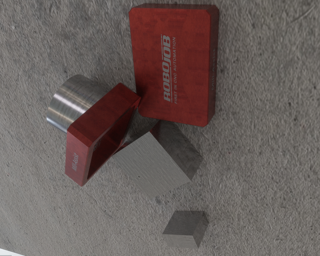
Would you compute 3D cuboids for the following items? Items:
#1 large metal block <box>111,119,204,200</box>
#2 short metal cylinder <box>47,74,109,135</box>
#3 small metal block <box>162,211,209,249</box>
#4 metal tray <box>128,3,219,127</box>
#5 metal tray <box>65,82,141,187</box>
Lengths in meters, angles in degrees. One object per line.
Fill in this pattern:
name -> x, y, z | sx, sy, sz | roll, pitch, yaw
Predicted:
large metal block -> -0.003, 0.040, 0.417 | 0.080, 0.050, 0.080 | -33, 100, 38
short metal cylinder -> -0.102, -0.024, 0.410 | 0.050, 0.080, 0.079 | 31, 128, 8
small metal block -> 0.039, 0.151, 0.463 | 0.050, 0.050, 0.025 | -9, 114, 32
metal tray -> 0.017, -0.070, 0.352 | 0.090, 0.030, 0.129 | 10, 123, 22
metal tray -> -0.075, 0.012, 0.388 | 0.030, 0.090, 0.129 | 38, 146, 6
